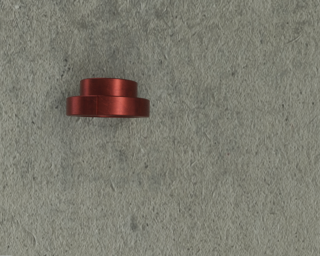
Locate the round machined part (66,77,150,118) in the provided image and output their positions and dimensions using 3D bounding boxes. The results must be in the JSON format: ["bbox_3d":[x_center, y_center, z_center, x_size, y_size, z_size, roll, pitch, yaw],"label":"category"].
[{"bbox_3d":[-0.061,-0.035,0.373,0.099,0.098,0.042,1,90,0],"label":"round machined part"}]
